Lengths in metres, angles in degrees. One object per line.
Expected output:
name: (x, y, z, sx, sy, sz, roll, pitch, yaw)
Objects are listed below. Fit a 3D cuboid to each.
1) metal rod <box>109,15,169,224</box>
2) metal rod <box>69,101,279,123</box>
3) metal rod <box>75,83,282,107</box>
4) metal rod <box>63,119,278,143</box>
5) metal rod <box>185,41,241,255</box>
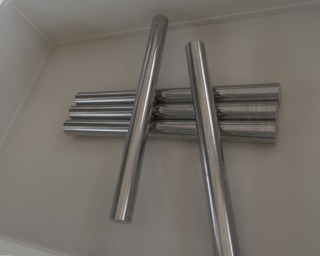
metal rod: (-0.021, -0.031, 0.400, 0.025, 0.025, 0.299, -5, 59, 25)
metal rod: (-0.002, -0.020, 0.416, 0.300, 0.025, 0.025, 1, 62, 28)
metal rod: (0.005, -0.042, 0.426, 0.300, 0.025, 0.025, 1, 62, 28)
metal rod: (-0.007, 0.002, 0.405, 0.300, 0.025, 0.025, 1, 62, 28)
metal rod: (0.055, 0.031, 0.329, 0.025, 0.025, 0.299, -15, 62, 20)
